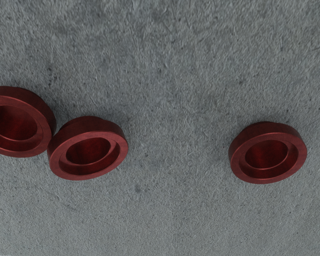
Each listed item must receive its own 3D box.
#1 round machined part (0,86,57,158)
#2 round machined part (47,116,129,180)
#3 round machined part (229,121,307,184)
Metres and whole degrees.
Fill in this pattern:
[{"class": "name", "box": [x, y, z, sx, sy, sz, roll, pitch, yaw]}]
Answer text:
[{"class": "round machined part", "box": [-0.179, -0.012, 0.384, 0.099, 0.042, 0.097, 0, 130, 0]}, {"class": "round machined part", "box": [-0.094, 0.022, 0.399, 0.099, 0.042, 0.097, -17, 143, -13]}, {"class": "round machined part", "box": [0.142, 0.029, 0.422, 0.099, 0.042, 0.097, 0, 130, 0]}]
